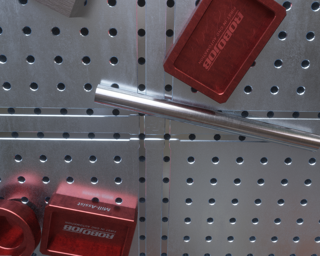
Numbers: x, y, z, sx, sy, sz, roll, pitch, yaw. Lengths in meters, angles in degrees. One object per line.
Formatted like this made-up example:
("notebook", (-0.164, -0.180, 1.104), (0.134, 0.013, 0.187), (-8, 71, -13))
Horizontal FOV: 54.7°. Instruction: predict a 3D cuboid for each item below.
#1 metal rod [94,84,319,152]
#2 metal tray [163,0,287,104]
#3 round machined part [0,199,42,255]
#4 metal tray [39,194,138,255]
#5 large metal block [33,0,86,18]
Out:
("metal rod", (0.066, -0.012, 0.410), (0.302, 0.025, 0.025), (12, 110, -5))
("metal tray", (0.073, -0.106, 0.372), (0.090, 0.030, 0.129), (29, 107, -11))
("round machined part", (-0.220, 0.146, 0.451), (0.099, 0.042, 0.097), (2, 109, 6))
("metal tray", (-0.107, 0.156, 0.466), (0.131, 0.030, 0.089), (12, 110, -5))
("large metal block", (-0.115, -0.176, 0.334), (0.080, 0.050, 0.080), (25, 108, -9))
